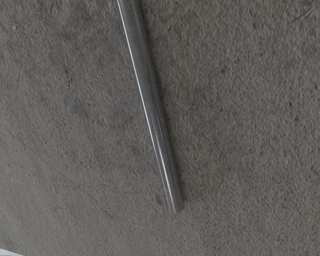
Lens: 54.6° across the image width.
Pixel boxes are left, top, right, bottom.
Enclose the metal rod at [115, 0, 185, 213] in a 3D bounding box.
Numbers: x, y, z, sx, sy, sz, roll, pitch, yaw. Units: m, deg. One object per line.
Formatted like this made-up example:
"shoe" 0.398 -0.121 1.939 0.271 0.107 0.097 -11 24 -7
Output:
"metal rod" -0.006 -0.011 0.403 0.025 0.025 0.298 1 119 27
